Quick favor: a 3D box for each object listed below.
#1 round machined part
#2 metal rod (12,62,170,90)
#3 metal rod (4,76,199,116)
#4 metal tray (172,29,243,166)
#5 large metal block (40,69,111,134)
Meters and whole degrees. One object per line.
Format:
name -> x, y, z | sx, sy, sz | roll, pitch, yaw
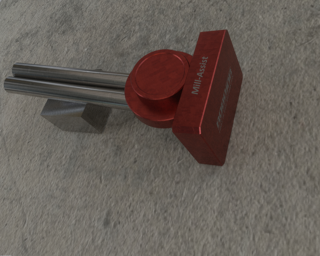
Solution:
round machined part -> 0.005, -0.052, 0.360 | 0.098, 0.042, 0.098 | -6, 63, 13
metal rod -> -0.072, -0.065, 0.424 | 0.301, 0.025, 0.025 | 9, 65, 17
metal rod -> -0.080, -0.041, 0.414 | 0.301, 0.025, 0.025 | 9, 66, 18
metal tray -> 0.059, -0.033, 0.351 | 0.030, 0.090, 0.130 | 4, 63, 30
large metal block -> -0.120, -0.040, 0.470 | 0.080, 0.050, 0.080 | 4, 63, 29
